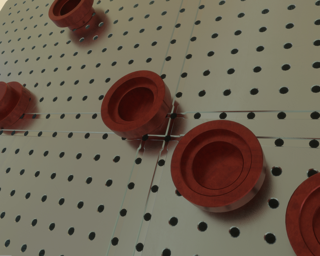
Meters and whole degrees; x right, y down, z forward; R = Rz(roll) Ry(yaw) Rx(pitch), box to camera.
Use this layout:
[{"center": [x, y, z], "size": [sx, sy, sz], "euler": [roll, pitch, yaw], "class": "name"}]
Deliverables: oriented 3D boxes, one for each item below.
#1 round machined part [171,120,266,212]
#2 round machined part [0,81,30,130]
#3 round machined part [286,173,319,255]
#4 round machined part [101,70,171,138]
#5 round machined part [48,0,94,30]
[{"center": [0.065, 0.043, 0.338], "size": [0.098, 0.042, 0.098], "euler": [-13, 56, 21], "class": "round machined part"}, {"center": [-0.301, -0.049, 0.588], "size": [0.098, 0.042, 0.098], "euler": [-13, 56, 21], "class": "round machined part"}, {"center": [0.160, 0.087, 0.260], "size": [0.098, 0.042, 0.098], "euler": [-13, 56, 21], "class": "round machined part"}, {"center": [-0.029, -0.029, 0.431], "size": [0.098, 0.042, 0.098], "euler": [-13, 56, 21], "class": "round machined part"}, {"center": [-0.178, -0.244, 0.642], "size": [0.098, 0.042, 0.098], "euler": [-13, 56, 21], "class": "round machined part"}]
